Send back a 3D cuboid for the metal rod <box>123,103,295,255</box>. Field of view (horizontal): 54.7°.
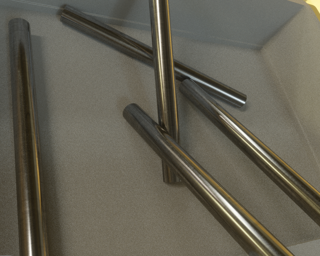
[{"bbox_3d":[0.039,0.053,0.298,0.025,0.025,0.300,-8,34,-32],"label":"metal rod"}]

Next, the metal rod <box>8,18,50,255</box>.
[{"bbox_3d":[-0.141,0.003,0.328,0.025,0.025,0.299,-1,62,-29],"label":"metal rod"}]

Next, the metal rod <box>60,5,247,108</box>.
[{"bbox_3d":[0.000,-0.102,0.469,0.302,0.025,0.025,24,53,-14],"label":"metal rod"}]

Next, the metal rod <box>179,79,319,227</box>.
[{"bbox_3d":[0.111,0.023,0.371,0.025,0.025,0.300,-7,39,-32],"label":"metal rod"}]

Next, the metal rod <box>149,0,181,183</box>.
[{"bbox_3d":[0.005,-0.084,0.383,0.025,0.025,0.298,-4,88,-30],"label":"metal rod"}]
